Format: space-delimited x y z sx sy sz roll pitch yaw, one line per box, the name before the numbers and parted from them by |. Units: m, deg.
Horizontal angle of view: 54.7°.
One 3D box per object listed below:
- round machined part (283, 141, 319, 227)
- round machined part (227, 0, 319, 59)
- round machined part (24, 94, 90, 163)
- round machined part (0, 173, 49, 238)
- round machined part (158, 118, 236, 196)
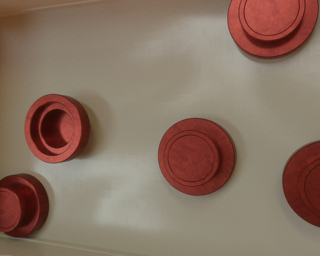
round machined part | 0.186 0.062 0.336 0.098 0.042 0.097 0 90 20
round machined part | 0.126 -0.130 0.353 0.098 0.042 0.097 2 96 19
round machined part | -0.144 0.001 0.452 0.098 0.042 0.097 0 90 20
round machined part | -0.227 0.122 0.482 0.098 0.042 0.097 0 90 20
round machined part | 0.043 0.036 0.386 0.098 0.042 0.097 0 90 20
